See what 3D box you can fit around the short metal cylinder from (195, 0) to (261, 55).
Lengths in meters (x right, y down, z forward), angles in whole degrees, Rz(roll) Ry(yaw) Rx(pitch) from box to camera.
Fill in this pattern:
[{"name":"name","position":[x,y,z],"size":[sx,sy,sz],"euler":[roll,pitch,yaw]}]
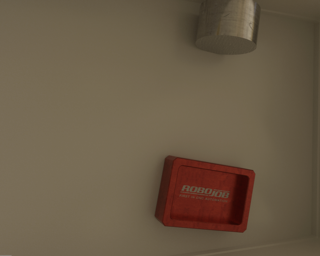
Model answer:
[{"name":"short metal cylinder","position":[0.091,-0.135,0.416],"size":[0.081,0.080,0.050],"euler":[8,88,-20]}]

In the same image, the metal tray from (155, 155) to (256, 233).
[{"name":"metal tray","position":[0.065,0.093,0.433],"size":[0.131,0.030,0.090],"euler":[12,86,-20]}]
